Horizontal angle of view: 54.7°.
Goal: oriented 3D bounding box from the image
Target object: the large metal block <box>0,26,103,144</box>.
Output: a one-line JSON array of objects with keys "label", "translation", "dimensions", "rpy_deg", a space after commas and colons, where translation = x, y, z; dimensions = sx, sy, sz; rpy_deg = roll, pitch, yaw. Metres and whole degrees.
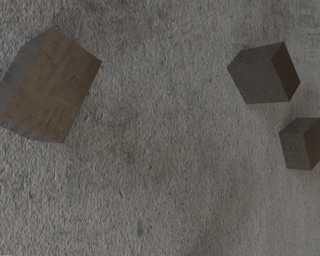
[{"label": "large metal block", "translation": [-0.108, -0.034, 0.278], "dimensions": [0.050, 0.080, 0.080], "rpy_deg": [33, 70, -35]}]

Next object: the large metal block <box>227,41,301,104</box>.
[{"label": "large metal block", "translation": [0.171, -0.088, 0.512], "dimensions": [0.050, 0.080, 0.080], "rpy_deg": [-51, 120, -28]}]

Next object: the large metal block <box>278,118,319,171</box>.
[{"label": "large metal block", "translation": [0.294, 0.031, 0.634], "dimensions": [0.081, 0.050, 0.080], "rpy_deg": [-30, 109, -36]}]
